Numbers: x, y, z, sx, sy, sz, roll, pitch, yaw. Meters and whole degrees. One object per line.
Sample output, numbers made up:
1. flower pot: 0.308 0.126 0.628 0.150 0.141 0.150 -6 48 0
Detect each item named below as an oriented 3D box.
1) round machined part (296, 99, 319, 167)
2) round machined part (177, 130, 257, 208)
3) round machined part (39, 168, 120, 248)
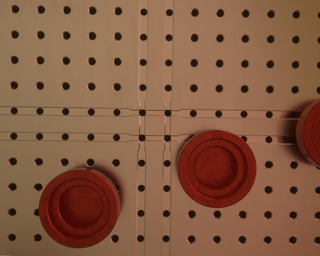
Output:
1. round machined part: 0.228 0.007 0.408 0.099 0.042 0.097 0 90 -1
2. round machined part: 0.071 0.051 0.406 0.099 0.042 0.097 0 90 -1
3. round machined part: -0.101 0.100 0.404 0.099 0.042 0.097 0 90 -1
